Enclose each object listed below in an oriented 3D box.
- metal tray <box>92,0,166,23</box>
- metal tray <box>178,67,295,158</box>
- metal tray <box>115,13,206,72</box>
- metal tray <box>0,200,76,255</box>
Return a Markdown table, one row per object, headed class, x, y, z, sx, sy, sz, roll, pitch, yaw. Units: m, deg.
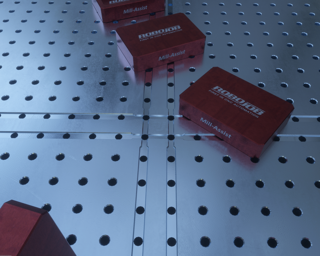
| class | x | y | z | sx | sy | sz | roll | pitch | yaw |
| --- | --- | --- | --- | --- | --- | --- | --- | --- | --- |
| metal tray | -0.065 | -0.259 | 0.622 | 0.131 | 0.030 | 0.090 | -18 | 52 | -14 |
| metal tray | 0.102 | -0.027 | 0.428 | 0.130 | 0.030 | 0.090 | 34 | 58 | 25 |
| metal tray | 0.001 | -0.150 | 0.531 | 0.131 | 0.030 | 0.090 | -19 | 53 | -16 |
| metal tray | -0.104 | 0.125 | 0.234 | 0.030 | 0.129 | 0.090 | 13 | 51 | 11 |
